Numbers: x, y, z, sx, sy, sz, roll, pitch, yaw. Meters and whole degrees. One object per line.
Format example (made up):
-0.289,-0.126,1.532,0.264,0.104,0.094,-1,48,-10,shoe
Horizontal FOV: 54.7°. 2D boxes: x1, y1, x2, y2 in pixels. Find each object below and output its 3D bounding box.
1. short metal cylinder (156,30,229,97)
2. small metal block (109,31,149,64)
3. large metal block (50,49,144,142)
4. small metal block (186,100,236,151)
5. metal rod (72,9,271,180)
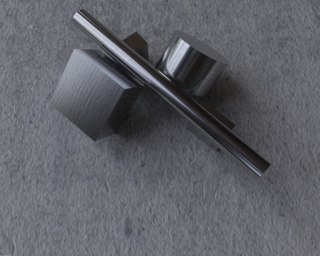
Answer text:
0.042,-0.084,0.405,0.080,0.080,0.050,37,115,12,short metal cylinder
-0.044,-0.098,0.432,0.050,0.050,0.025,-37,75,-13,small metal block
-0.080,-0.043,0.392,0.080,0.050,0.080,39,115,12,large metal block
0.063,-0.002,0.394,0.050,0.050,0.025,39,75,12,small metal block
0.004,-0.049,0.374,0.300,0.025,0.025,41,75,13,metal rod
